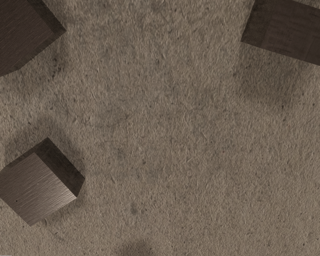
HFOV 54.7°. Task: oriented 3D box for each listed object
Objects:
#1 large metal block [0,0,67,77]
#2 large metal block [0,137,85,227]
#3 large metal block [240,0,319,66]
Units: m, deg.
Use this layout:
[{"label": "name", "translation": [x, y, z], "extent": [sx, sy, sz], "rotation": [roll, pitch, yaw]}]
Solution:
[{"label": "large metal block", "translation": [-0.170, -0.118, 0.351], "extent": [0.080, 0.050, 0.080], "rotation": [-34, 107, 11]}, {"label": "large metal block", "translation": [-0.164, 0.073, 0.421], "extent": [0.080, 0.050, 0.080], "rotation": [-33, 107, 11]}, {"label": "large metal block", "translation": [0.146, -0.106, 0.343], "extent": [0.081, 0.080, 0.050], "rotation": [15, 109, -6]}]
